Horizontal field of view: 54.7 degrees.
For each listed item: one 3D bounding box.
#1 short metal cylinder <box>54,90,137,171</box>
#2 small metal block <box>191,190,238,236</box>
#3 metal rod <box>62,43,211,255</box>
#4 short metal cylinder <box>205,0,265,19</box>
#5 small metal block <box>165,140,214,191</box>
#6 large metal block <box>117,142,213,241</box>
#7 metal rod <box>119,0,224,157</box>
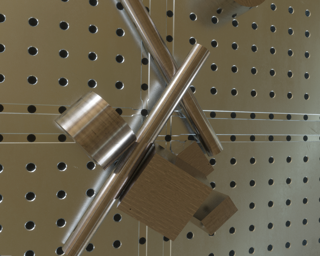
[{"bbox_3d":[-0.073,0.003,0.356,0.050,0.080,0.080,-45,104,-14],"label":"short metal cylinder"},{"bbox_3d":[0.069,0.113,0.425,0.050,0.050,0.025,-37,102,-16],"label":"small metal block"},{"bbox_3d":[-0.026,0.024,0.386,0.025,0.025,0.299,34,85,-17],"label":"metal rod"},{"bbox_3d":[0.108,-0.203,0.439,0.081,0.050,0.080,0,90,-20],"label":"short metal cylinder"},{"bbox_3d":[0.038,0.052,0.426,0.050,0.025,0.050,-37,102,-16],"label":"small metal block"},{"bbox_3d":[0.005,0.077,0.383,0.080,0.050,0.080,34,98,-9],"label":"large metal block"},{"bbox_3d":[0.004,-0.093,0.413,0.025,0.025,0.299,-34,101,-17],"label":"metal rod"}]
